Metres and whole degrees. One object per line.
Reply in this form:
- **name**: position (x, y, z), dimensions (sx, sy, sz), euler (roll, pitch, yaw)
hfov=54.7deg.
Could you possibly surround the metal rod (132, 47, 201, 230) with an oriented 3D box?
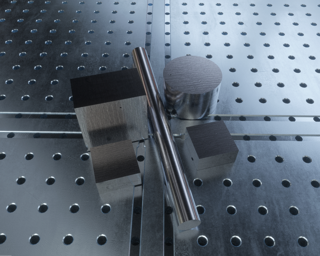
- **metal rod**: position (-0.002, -0.011, 0.416), dimensions (0.025, 0.025, 0.300), euler (-9, 51, -8)

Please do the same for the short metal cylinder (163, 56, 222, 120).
- **short metal cylinder**: position (0.044, -0.058, 0.440), dimensions (0.081, 0.050, 0.080), euler (0, 50, 0)

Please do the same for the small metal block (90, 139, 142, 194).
- **small metal block**: position (-0.053, 0.045, 0.369), dimensions (0.050, 0.025, 0.050), euler (-12, 51, -10)

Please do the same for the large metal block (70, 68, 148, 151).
- **large metal block**: position (-0.061, -0.022, 0.388), dimensions (0.081, 0.080, 0.050), euler (-12, 51, -10)

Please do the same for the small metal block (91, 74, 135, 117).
- **small metal block**: position (-0.068, -0.048, 0.447), dimensions (0.050, 0.025, 0.050), euler (-13, 51, -12)

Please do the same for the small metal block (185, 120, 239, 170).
- **small metal block**: position (0.064, 0.021, 0.391), dimensions (0.050, 0.025, 0.050), euler (-11, 51, -10)
